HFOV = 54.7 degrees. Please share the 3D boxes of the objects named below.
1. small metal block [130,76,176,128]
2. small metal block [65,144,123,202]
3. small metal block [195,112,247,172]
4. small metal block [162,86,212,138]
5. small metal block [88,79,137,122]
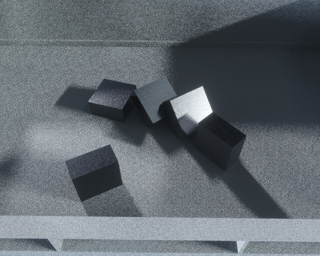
[{"bbox_3d":[-0.004,-0.035,0.421,0.050,0.025,0.050,-28,85,-22],"label":"small metal block"},{"bbox_3d":[-0.072,0.051,0.345,0.050,0.050,0.025,-21,53,-17],"label":"small metal block"},{"bbox_3d":[0.071,0.017,0.375,0.025,0.050,0.050,-36,59,-26],"label":"small metal block"},{"bbox_3d":[0.038,-0.021,0.405,0.050,0.050,0.025,-26,10,-20],"label":"small metal block"},{"bbox_3d":[-0.065,-0.040,0.437,0.050,0.025,0.050,13,51,13],"label":"small metal block"}]
